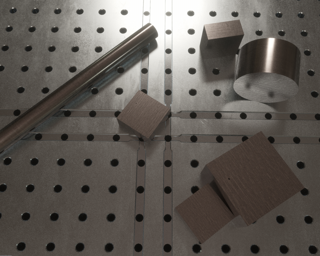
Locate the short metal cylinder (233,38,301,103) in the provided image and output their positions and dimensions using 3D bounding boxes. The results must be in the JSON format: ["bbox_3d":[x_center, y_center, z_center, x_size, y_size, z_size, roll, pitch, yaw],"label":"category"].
[{"bbox_3d":[0.142,-0.074,0.411,0.080,0.080,0.050,11,71,4],"label":"short metal cylinder"}]

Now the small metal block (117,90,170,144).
[{"bbox_3d":[-0.022,-0.015,0.417,0.050,0.025,0.050,33,73,11],"label":"small metal block"}]

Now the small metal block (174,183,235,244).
[{"bbox_3d":[0.053,0.103,0.375,0.050,0.025,0.050,-34,74,-12],"label":"small metal block"}]

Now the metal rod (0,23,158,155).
[{"bbox_3d":[-0.123,-0.053,0.429,0.301,0.025,0.025,-40,75,-14],"label":"metal rod"}]

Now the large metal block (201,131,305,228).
[{"bbox_3d":[0.108,0.063,0.377,0.080,0.050,0.080,-30,73,-11],"label":"large metal block"}]

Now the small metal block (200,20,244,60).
[{"bbox_3d":[0.087,-0.126,0.446,0.050,0.050,0.025,-9,71,-4],"label":"small metal block"}]
